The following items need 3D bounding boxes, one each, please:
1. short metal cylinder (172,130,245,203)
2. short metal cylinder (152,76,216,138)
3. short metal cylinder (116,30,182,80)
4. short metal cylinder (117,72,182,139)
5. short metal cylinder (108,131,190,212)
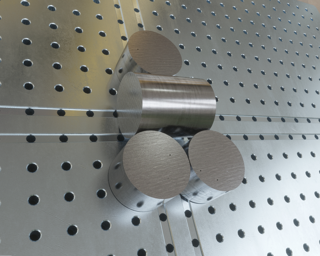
[{"bbox_3d":[0.059,0.049,0.394,0.081,0.050,0.080,14,56,-21],"label":"short metal cylinder"},{"bbox_3d":[0.028,-0.027,0.407,0.050,0.080,0.080,0,62,-29],"label":"short metal cylinder"},{"bbox_3d":[-0.016,-0.091,0.440,0.081,0.050,0.080,14,56,-21],"label":"short metal cylinder"},{"bbox_3d":[-0.016,-0.027,0.383,0.050,0.080,0.080,0,62,-29],"label":"short metal cylinder"},{"bbox_3d":[-0.013,0.050,0.355,0.081,0.050,0.080,14,56,-21],"label":"short metal cylinder"}]
